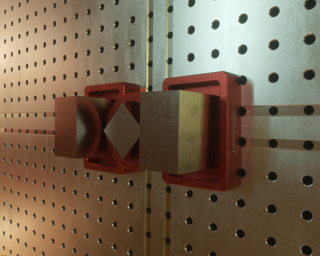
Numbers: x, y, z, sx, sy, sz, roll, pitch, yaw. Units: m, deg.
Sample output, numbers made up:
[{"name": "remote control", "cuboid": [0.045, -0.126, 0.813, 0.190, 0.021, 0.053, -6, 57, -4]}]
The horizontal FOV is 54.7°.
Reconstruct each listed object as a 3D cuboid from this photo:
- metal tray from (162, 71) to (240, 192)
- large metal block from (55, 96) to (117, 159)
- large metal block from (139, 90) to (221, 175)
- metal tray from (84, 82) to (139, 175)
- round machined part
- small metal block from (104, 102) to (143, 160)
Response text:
[{"name": "metal tray", "cuboid": [0.046, 0.003, 0.367, 0.090, 0.030, 0.129, 0, 90, 40]}, {"name": "large metal block", "cuboid": [-0.099, -0.001, 0.438, 0.050, 0.081, 0.080, 1, 91, 40]}, {"name": "large metal block", "cuboid": [0.024, 0.003, 0.336, 0.050, 0.081, 0.079, 2, 91, 40]}, {"name": "metal tray", "cuboid": [-0.075, 0.000, 0.467, 0.090, 0.030, 0.129, 1, 90, 40]}, {"name": "round machined part", "cuboid": [-0.023, 0.004, 0.406, 0.098, 0.042, 0.097, 0, 90, 40]}, {"name": "small metal block", "cuboid": [-0.038, 0.003, 0.388, 0.050, 0.025, 0.050, 52, 120, 27]}]
